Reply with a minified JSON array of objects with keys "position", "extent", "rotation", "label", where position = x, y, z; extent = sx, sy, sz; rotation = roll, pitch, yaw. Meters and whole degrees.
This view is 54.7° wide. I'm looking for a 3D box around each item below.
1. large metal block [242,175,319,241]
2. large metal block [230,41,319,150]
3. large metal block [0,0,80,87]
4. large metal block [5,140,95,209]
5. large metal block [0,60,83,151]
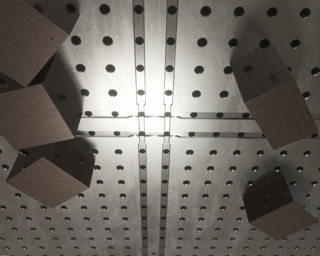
[{"position":[0.199,0.135,0.513],"extent":[0.080,0.050,0.080],"rotation":[36,121,-27],"label":"large metal block"},{"position":[0.126,-0.036,0.347],"extent":[0.050,0.080,0.080],"rotation":[-28,125,21],"label":"large metal block"},{"position":[-0.141,-0.101,0.307],"extent":[0.080,0.050,0.080],"rotation":[36,121,-27],"label":"large metal block"},{"position":[-0.155,0.063,0.446],"extent":[0.080,0.050,0.080],"rotation":[-31,124,23],"label":"large metal block"},{"position":[-0.152,-0.025,0.372],"extent":[0.080,0.050,0.080],"rotation":[-12,130,9],"label":"large metal block"}]
